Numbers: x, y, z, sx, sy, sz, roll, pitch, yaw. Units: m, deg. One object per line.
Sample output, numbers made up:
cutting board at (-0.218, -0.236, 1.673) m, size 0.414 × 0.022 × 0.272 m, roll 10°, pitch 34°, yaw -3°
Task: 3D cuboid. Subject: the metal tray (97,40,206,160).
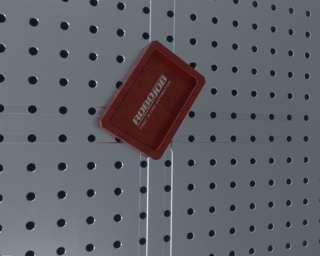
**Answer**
metal tray at (-0.010, -0.035, 0.405) m, size 0.090 × 0.030 × 0.130 m, roll 34°, pitch 79°, yaw -17°
